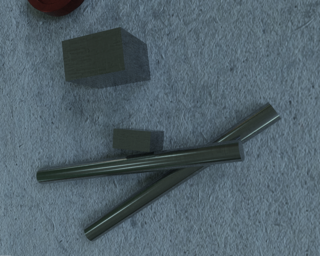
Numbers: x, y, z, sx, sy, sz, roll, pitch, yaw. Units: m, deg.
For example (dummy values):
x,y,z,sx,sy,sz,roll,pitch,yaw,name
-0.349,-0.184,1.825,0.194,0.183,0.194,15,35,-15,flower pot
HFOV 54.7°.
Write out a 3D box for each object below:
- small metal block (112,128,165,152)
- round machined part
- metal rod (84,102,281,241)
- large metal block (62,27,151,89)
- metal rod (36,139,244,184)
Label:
x,y,z,sx,sy,sz,roll,pitch,yaw,name
-0.027,0.015,0.404,0.050,0.050,0.025,5,92,19,small metal block
-0.144,-0.210,0.449,0.098,0.042,0.097,0,90,19,round machined part
0.018,0.065,0.402,0.300,0.025,0.025,-36,79,16,metal rod
-0.066,-0.086,0.402,0.080,0.080,0.050,-7,88,19,large metal block
-0.044,0.049,0.407,0.300,0.025,0.025,-10,87,25,metal rod
